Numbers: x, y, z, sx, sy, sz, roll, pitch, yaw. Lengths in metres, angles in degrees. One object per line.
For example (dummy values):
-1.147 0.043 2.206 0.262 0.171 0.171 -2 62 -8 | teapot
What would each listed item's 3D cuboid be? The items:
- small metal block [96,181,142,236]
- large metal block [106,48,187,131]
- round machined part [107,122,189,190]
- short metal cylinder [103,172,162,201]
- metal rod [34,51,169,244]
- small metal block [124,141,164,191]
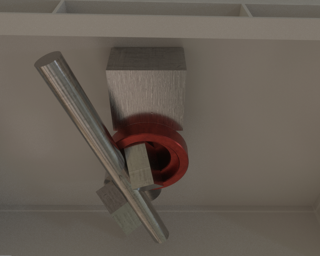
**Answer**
-0.055 0.106 0.412 0.025 0.050 0.050 -35 129 -15 | small metal block
-0.014 -0.043 0.352 0.081 0.050 0.079 0 130 -1 | large metal block
-0.015 0.030 0.383 0.099 0.042 0.097 -1 130 0 | round machined part
-0.038 0.067 0.448 0.081 0.050 0.079 0 130 0 | short metal cylinder
-0.047 0.048 0.356 0.025 0.025 0.299 -15 129 12 | metal rod
-0.018 0.046 0.367 0.025 0.050 0.050 -17 163 9 | small metal block
